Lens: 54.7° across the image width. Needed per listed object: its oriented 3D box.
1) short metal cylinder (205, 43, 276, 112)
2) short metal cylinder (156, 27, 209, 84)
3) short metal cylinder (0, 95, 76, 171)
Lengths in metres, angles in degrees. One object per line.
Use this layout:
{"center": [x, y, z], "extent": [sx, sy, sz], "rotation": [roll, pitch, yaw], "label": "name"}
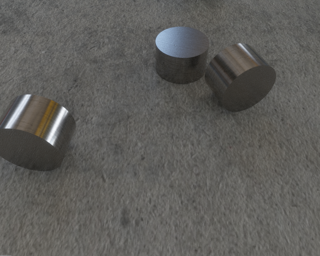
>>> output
{"center": [0.109, -0.068, 0.426], "extent": [0.081, 0.080, 0.050], "rotation": [-17, 53, -14], "label": "short metal cylinder"}
{"center": [0.034, -0.114, 0.483], "extent": [0.081, 0.050, 0.080], "rotation": [0, 50, 0], "label": "short metal cylinder"}
{"center": [-0.145, 0.007, 0.360], "extent": [0.080, 0.080, 0.050], "rotation": [6, 50, 5], "label": "short metal cylinder"}
